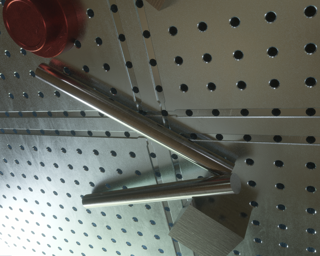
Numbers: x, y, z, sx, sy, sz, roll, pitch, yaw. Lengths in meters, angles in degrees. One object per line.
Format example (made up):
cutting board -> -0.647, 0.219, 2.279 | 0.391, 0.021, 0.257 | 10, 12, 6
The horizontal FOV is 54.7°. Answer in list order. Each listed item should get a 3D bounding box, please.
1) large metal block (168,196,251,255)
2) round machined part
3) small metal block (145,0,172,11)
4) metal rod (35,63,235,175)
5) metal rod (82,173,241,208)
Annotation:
large metal block -> 0.070, 0.137, 0.442 | 0.080, 0.050, 0.079 | 31, 128, 7
round machined part -> -0.159, -0.137, 0.397 | 0.098, 0.042, 0.097 | 13, 124, 20
small metal block -> -0.003, -0.158, 0.314 | 0.050, 0.025, 0.050 | 40, 129, 1
metal rod -> -0.040, -0.013, 0.422 | 0.301, 0.025, 0.025 | 28, 128, 10
metal rod -> -0.020, 0.099, 0.464 | 0.299, 0.025, 0.025 | -17, 110, 40
